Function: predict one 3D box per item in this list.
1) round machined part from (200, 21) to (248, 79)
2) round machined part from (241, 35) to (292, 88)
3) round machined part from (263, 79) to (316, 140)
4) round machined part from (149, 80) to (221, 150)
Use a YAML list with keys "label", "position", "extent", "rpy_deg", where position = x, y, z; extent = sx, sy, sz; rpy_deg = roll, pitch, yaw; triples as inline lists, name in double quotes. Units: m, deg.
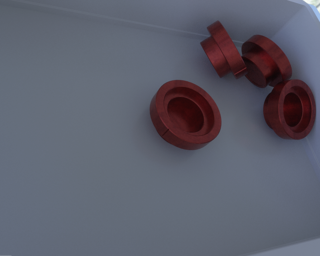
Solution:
- label: "round machined part"
  position: [0.100, -0.120, 0.504]
  extent: [0.098, 0.042, 0.098]
  rpy_deg: [54, 16, -22]
- label: "round machined part"
  position: [0.174, -0.107, 0.534]
  extent: [0.042, 0.098, 0.098]
  rpy_deg: [-39, 83, -3]
- label: "round machined part"
  position: [0.210, -0.030, 0.512]
  extent: [0.099, 0.042, 0.097]
  rpy_deg: [0, 89, -32]
- label: "round machined part"
  position: [0.031, -0.014, 0.421]
  extent: [0.099, 0.042, 0.098]
  rpy_deg: [14, 56, -21]
